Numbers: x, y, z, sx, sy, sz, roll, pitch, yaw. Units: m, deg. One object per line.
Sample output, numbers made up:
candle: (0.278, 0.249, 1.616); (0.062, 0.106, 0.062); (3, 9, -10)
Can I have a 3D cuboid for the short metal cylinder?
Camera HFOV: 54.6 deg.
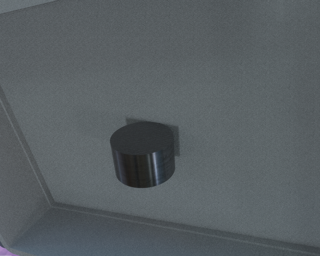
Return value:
short metal cylinder: (-0.021, 0.033, 0.405); (0.080, 0.080, 0.050); (10, 123, 23)
